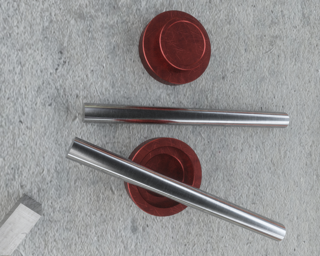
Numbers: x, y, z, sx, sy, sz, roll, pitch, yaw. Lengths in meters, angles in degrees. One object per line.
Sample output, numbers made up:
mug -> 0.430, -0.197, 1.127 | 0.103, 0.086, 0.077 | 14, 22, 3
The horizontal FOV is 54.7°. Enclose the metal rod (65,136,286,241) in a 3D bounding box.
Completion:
metal rod -> 0.034, 0.082, 0.377 | 0.302, 0.025, 0.025 | 25, 82, -19

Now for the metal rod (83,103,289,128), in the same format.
metal rod -> 0.049, -0.015, 0.427 | 0.302, 0.025, 0.025 | 1, 90, -20

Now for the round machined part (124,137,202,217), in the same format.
round machined part -> 0.001, 0.060, 0.401 | 0.099, 0.042, 0.097 | 0, 90, -20

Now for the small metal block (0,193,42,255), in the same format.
small metal block -> -0.157, 0.104, 0.338 | 0.025, 0.050, 0.050 | 40, 77, -16

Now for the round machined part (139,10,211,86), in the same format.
round machined part -> 0.025, -0.107, 0.409 | 0.099, 0.042, 0.097 | 0, 90, -20
